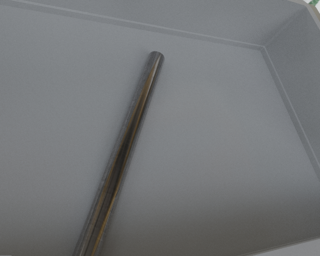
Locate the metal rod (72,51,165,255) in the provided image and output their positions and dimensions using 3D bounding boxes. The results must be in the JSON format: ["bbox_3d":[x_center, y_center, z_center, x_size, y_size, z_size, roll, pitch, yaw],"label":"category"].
[{"bbox_3d":[-0.038,0.010,0.380,0.025,0.025,0.300,26,52,-13],"label":"metal rod"}]
